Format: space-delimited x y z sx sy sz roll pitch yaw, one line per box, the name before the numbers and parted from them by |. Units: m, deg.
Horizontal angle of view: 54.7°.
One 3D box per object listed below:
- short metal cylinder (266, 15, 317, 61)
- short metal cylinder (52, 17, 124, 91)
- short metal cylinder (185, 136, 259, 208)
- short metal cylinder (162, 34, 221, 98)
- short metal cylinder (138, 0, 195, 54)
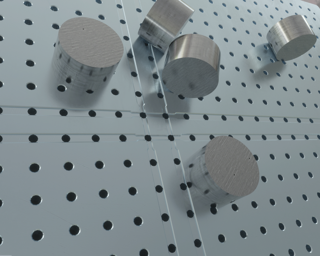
short metal cylinder | 0.264 -0.180 0.624 0.081 0.080 0.050 -3 63 -30
short metal cylinder | -0.093 -0.095 0.399 0.081 0.050 0.080 14 56 -21
short metal cylinder | 0.079 0.057 0.400 0.081 0.050 0.080 13 56 -21
short metal cylinder | 0.047 -0.089 0.452 0.080 0.080 0.050 23 54 -15
short metal cylinder | 0.010 -0.162 0.477 0.050 0.080 0.080 36 51 -5
